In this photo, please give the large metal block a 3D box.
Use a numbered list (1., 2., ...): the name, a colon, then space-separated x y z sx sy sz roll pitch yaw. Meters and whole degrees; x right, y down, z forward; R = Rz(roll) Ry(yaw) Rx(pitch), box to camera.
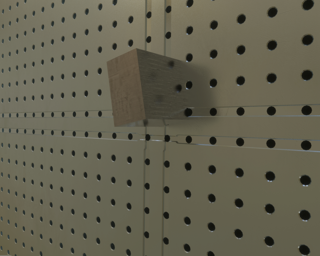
1. large metal block: -0.014 -0.045 0.383 0.050 0.081 0.080 -13 82 39
